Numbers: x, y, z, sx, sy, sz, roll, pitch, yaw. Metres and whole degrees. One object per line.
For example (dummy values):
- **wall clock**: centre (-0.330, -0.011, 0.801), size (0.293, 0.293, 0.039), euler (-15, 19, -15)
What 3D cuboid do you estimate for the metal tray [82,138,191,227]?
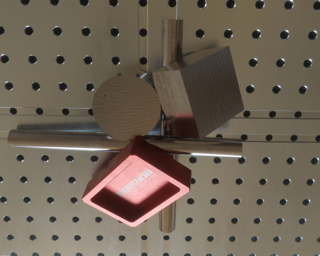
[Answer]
- **metal tray**: centre (-0.033, 0.077, 0.411), size (0.090, 0.030, 0.129), euler (34, 127, -18)

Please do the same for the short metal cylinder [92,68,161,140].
- **short metal cylinder**: centre (-0.039, -0.032, 0.388), size (0.081, 0.050, 0.079), euler (0, 110, 0)

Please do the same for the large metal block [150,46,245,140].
- **large metal block**: centre (0.046, -0.042, 0.364), size (0.081, 0.050, 0.080), euler (-31, 113, -31)

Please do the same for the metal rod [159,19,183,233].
- **metal rod**: centre (0.013, 0.011, 0.417), size (0.025, 0.025, 0.298), euler (1, 110, -1)

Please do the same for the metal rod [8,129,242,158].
- **metal rod**: centre (-0.049, 0.020, 0.402), size (0.302, 0.025, 0.025), euler (2, 110, 6)
